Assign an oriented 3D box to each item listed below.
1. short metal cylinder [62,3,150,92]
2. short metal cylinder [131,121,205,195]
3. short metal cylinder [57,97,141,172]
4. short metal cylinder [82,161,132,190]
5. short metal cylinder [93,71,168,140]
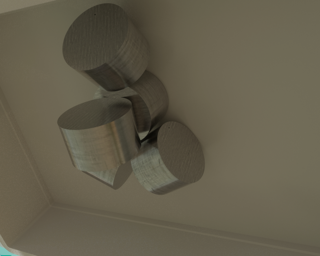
[{"bbox_3d":[-0.058,-0.087,0.340,0.080,0.080,0.050,4,163,26],"label":"short metal cylinder"},{"bbox_3d":[0.011,0.038,0.389,0.050,0.080,0.080,-32,101,39],"label":"short metal cylinder"},{"bbox_3d":[-0.065,0.004,0.343,0.080,0.080,0.050,3,120,26],"label":"short metal cylinder"},{"bbox_3d":[-0.064,0.038,0.428,0.050,0.080,0.079,26,128,12],"label":"short metal cylinder"},{"bbox_3d":[-0.036,-0.029,0.391,0.080,0.050,0.079,13,124,21],"label":"short metal cylinder"}]
